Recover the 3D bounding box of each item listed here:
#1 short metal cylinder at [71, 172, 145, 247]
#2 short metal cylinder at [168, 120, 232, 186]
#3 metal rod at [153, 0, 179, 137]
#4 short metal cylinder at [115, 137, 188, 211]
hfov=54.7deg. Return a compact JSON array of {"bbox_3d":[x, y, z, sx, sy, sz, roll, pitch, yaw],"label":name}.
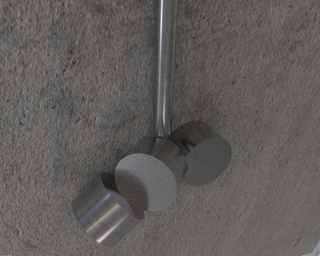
[{"bbox_3d":[-0.066,0.103,0.399,0.050,0.080,0.080,-43,130,3],"label":"short metal cylinder"},{"bbox_3d":[0.054,0.036,0.442,0.081,0.050,0.079,-14,124,-21],"label":"short metal cylinder"},{"bbox_3d":[0.007,-0.123,0.334,0.025,0.025,0.298,-12,124,-22],"label":"metal rod"},{"bbox_3d":[-0.010,0.058,0.394,0.080,0.050,0.079,7,113,18],"label":"short metal cylinder"}]
